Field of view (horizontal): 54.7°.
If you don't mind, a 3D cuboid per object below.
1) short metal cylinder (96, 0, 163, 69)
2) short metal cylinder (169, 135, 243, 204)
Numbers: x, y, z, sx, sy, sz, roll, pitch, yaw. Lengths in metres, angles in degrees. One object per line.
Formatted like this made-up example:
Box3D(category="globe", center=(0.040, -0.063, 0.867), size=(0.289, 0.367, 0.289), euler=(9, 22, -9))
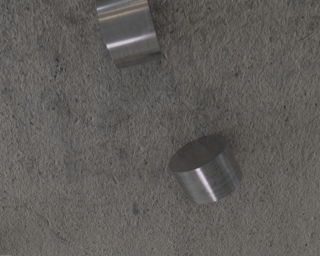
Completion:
Box3D(category="short metal cylinder", center=(-0.031, -0.110, 0.340), size=(0.050, 0.080, 0.080), euler=(-14, 110, 5))
Box3D(category="short metal cylinder", center=(0.059, 0.052, 0.400), size=(0.080, 0.080, 0.050), euler=(-26, 108, 9))
